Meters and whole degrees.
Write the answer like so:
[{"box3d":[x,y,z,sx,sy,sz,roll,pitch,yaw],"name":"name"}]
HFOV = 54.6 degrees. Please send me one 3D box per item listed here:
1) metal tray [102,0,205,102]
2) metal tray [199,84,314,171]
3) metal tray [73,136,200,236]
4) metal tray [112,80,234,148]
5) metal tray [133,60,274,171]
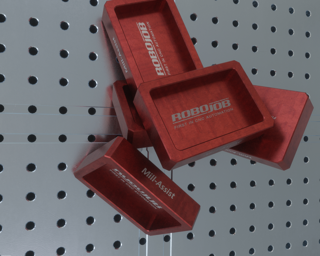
[{"box3d":[-0.008,-0.101,0.387,0.091,0.030,0.130,-19,80,-21],"name":"metal tray"},{"box3d":[0.114,-0.009,0.399,0.030,0.130,0.090,35,77,-47],"name":"metal tray"},{"box3d":[-0.028,0.074,0.365,0.130,0.090,0.030,43,49,-15],"name":"metal tray"},{"box3d":[0.014,-0.024,0.383,0.131,0.090,0.030,-7,137,-18],"name":"metal tray"},{"box3d":[0.048,-0.018,0.338,0.131,0.030,0.090,-18,72,-22],"name":"metal tray"}]
